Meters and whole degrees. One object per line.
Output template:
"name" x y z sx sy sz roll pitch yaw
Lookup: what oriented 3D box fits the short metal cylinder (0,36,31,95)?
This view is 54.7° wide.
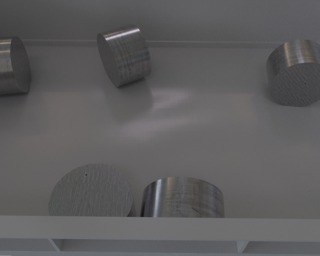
"short metal cylinder" -0.224 -0.088 0.442 0.050 0.080 0.080 -6 50 -5

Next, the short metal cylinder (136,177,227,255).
"short metal cylinder" 0.021 0.089 0.294 0.080 0.080 0.050 4 49 3

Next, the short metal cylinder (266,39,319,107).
"short metal cylinder" 0.194 -0.076 0.434 0.080 0.080 0.050 5 50 4

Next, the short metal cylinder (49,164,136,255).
"short metal cylinder" -0.066 0.084 0.318 0.080 0.050 0.080 0 50 0

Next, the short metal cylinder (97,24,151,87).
"short metal cylinder" -0.054 -0.107 0.459 0.050 0.080 0.080 -23 54 -18
